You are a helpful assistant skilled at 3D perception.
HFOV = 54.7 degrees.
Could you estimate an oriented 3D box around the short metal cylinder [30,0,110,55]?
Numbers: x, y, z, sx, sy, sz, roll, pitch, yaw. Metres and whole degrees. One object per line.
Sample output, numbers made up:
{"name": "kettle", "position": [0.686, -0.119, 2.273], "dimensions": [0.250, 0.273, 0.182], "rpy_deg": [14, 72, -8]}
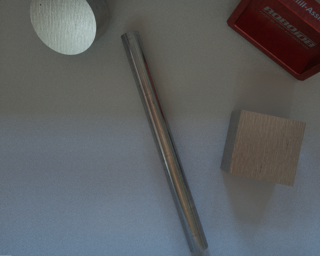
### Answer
{"name": "short metal cylinder", "position": [-0.108, -0.137, 0.379], "dimensions": [0.080, 0.050, 0.079], "rpy_deg": [6, 124, 9]}

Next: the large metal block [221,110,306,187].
{"name": "large metal block", "position": [0.130, 0.024, 0.401], "dimensions": [0.080, 0.050, 0.080], "rpy_deg": [11, 90, -1]}

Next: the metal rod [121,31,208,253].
{"name": "metal rod", "position": [0.006, 0.018, 0.411], "dimensions": [0.025, 0.025, 0.298], "rpy_deg": [-18, 90, 0]}

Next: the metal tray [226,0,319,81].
{"name": "metal tray", "position": [0.155, -0.120, 0.378], "dimensions": [0.130, 0.090, 0.030], "rpy_deg": [38, 77, -1]}
